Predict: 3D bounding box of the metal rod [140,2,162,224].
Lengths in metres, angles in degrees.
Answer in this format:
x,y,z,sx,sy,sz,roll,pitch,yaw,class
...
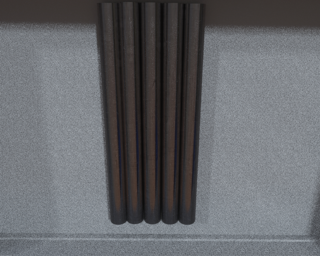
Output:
x,y,z,sx,sy,sz,roll,pitch,yaw,class
-0.011,-0.005,0.408,0.025,0.025,0.298,0,110,0,metal rod

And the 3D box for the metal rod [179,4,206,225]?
x,y,z,sx,sy,sz,roll,pitch,yaw,class
0.040,-0.004,0.409,0.025,0.025,0.298,0,110,0,metal rod

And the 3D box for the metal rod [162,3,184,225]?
x,y,z,sx,sy,sz,roll,pitch,yaw,class
0.015,-0.004,0.408,0.025,0.025,0.298,0,110,0,metal rod

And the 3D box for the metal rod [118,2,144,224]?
x,y,z,sx,sy,sz,roll,pitch,yaw,class
-0.036,-0.005,0.408,0.025,0.025,0.298,0,110,0,metal rod

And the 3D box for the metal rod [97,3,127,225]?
x,y,z,sx,sy,sz,roll,pitch,yaw,class
-0.060,-0.004,0.408,0.025,0.025,0.298,0,110,0,metal rod
